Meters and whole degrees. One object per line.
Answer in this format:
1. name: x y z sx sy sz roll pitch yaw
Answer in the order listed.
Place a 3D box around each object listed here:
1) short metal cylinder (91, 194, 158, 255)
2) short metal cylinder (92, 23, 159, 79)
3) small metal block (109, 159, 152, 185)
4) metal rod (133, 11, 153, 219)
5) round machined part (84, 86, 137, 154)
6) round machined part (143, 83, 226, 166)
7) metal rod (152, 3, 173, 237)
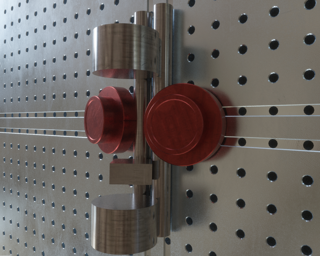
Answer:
1. short metal cylinder: -0.043 0.115 0.381 0.080 0.081 0.050 1 91 40
2. short metal cylinder: -0.041 -0.090 0.379 0.080 0.081 0.050 1 91 40
3. small metal block: -0.035 0.054 0.392 0.050 0.050 0.025 1 91 -2
4. metal rod: -0.024 -0.008 0.429 0.025 0.025 0.298 1 91 40
5. round machined part: -0.077 -0.011 0.446 0.098 0.042 0.097 0 90 54
6. round machined part: 0.024 -0.004 0.361 0.098 0.042 0.097 0 90 25
7. metal rod: 0.003 -0.010 0.406 0.025 0.025 0.298 1 91 40
